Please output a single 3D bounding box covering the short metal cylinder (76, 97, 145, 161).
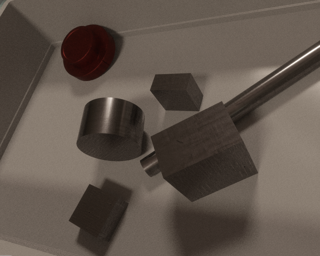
[{"bbox_3d":[-0.062,0.004,0.399,0.080,0.080,0.050,-10,58,23],"label":"short metal cylinder"}]

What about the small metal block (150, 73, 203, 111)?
[{"bbox_3d":[0.023,-0.046,0.405,0.050,0.050,0.025,3,64,29],"label":"small metal block"}]

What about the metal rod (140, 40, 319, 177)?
[{"bbox_3d":[0.107,-0.034,0.369,0.300,0.025,0.025,-34,52,5],"label":"metal rod"}]

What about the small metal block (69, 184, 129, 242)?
[{"bbox_3d":[-0.075,0.103,0.380,0.050,0.025,0.050,16,70,34],"label":"small metal block"}]

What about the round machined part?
[{"bbox_3d":[-0.129,-0.133,0.528,0.098,0.042,0.098,-8,72,26],"label":"round machined part"}]

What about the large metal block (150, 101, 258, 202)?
[{"bbox_3d":[0.048,0.029,0.327,0.080,0.080,0.050,-27,53,11],"label":"large metal block"}]
